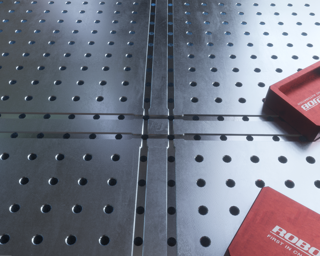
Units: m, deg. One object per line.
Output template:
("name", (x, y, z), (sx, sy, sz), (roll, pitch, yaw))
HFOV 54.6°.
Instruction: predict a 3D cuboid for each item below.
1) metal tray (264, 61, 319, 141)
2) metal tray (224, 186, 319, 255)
("metal tray", (0.229, -0.046, 0.444), (0.131, 0.030, 0.090), (-26, 55, -20))
("metal tray", (0.140, 0.126, 0.299), (0.130, 0.030, 0.090), (29, 56, 22))
